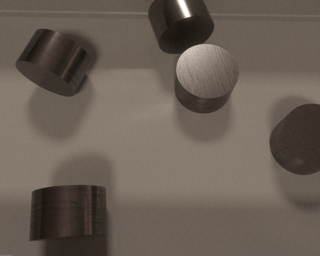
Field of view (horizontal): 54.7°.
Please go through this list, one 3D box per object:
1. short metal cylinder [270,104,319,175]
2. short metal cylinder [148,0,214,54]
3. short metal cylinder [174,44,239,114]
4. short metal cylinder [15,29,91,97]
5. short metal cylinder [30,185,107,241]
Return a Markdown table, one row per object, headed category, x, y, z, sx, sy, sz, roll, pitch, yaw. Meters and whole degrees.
| category | x | y | z | sx | sy | sz | roll | pitch | yaw |
| --- | --- | --- | --- | --- | --- | --- | --- | --- | --- |
| short metal cylinder | 0.188 | 0.016 | 0.393 | 0.081 | 0.050 | 0.080 | 0 | 70 | 0 |
| short metal cylinder | 0.029 | -0.149 | 0.435 | 0.081 | 0.080 | 0.050 | -17 | 71 | -6 |
| short metal cylinder | 0.061 | -0.066 | 0.421 | 0.081 | 0.050 | 0.080 | 0 | 70 | 0 |
| short metal cylinder | -0.139 | -0.084 | 0.409 | 0.080 | 0.080 | 0.050 | 20 | 71 | 7 |
| short metal cylinder | -0.100 | 0.096 | 0.344 | 0.081 | 0.080 | 0.050 | -5 | 70 | -2 |
